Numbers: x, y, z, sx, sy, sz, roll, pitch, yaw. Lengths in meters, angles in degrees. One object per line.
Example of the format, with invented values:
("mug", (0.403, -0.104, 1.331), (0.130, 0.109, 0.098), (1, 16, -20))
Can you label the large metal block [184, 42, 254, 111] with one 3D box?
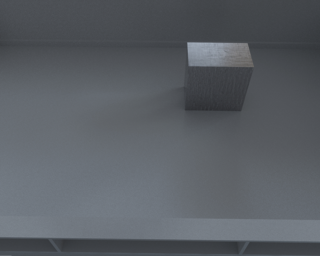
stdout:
("large metal block", (0.076, -0.069, 0.428), (0.080, 0.080, 0.050), (1, 50, 1))
